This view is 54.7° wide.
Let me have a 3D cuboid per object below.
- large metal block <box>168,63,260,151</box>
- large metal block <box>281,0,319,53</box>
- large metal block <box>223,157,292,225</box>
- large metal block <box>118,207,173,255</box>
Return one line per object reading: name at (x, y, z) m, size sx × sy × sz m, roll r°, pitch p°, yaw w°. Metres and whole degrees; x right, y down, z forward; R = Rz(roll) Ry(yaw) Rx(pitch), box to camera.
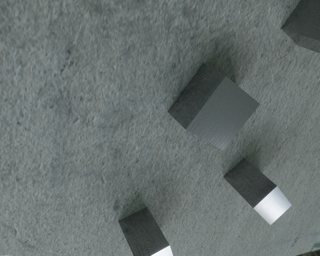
large metal block at (0.072, -0.027, 0.415) m, size 0.080 × 0.050 × 0.080 m, roll 28°, pitch 103°, yaw -38°
large metal block at (0.226, -0.144, 0.408) m, size 0.050 × 0.080 × 0.080 m, roll 23°, pitch 106°, yaw -37°
large metal block at (0.168, 0.109, 0.533) m, size 0.050 × 0.080 × 0.080 m, roll -44°, pitch 130°, yaw 2°
large metal block at (-0.018, 0.185, 0.478) m, size 0.050 × 0.080 × 0.080 m, roll -24°, pitch 128°, yaw -14°
